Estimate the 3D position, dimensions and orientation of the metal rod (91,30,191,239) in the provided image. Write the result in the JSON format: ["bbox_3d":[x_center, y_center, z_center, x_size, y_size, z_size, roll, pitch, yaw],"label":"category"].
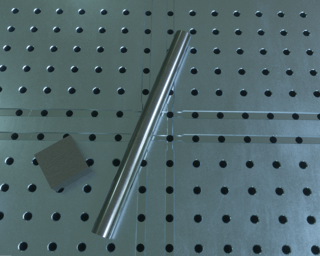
[{"bbox_3d":[-0.017,-0.005,0.413,0.025,0.025,0.300,19,71,7],"label":"metal rod"}]

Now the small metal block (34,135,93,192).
[{"bbox_3d":[-0.122,0.045,0.394,0.050,0.025,0.050,-31,73,-11],"label":"small metal block"}]
